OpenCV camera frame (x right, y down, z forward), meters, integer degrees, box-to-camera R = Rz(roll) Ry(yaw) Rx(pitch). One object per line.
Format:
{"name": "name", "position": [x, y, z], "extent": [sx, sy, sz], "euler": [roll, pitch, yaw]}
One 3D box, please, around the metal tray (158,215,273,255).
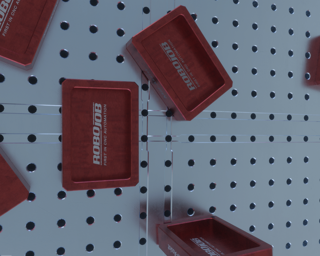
{"name": "metal tray", "position": [0.061, 0.145, 0.379], "extent": [0.091, 0.130, 0.030], "euler": [-4, 92, -20]}

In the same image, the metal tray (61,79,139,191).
{"name": "metal tray", "position": [-0.074, 0.008, 0.382], "extent": [0.091, 0.030, 0.129], "euler": [0, 90, -20]}

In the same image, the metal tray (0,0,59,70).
{"name": "metal tray", "position": [-0.168, -0.142, 0.347], "extent": [0.090, 0.030, 0.130], "euler": [21, 83, -19]}

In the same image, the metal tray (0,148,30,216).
{"name": "metal tray", "position": [-0.221, 0.073, 0.329], "extent": [0.131, 0.030, 0.090], "euler": [-34, 101, -17]}

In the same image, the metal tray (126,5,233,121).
{"name": "metal tray", "position": [0.029, -0.085, 0.419], "extent": [0.090, 0.030, 0.130], "euler": [-39, 103, -16]}

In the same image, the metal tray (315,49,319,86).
{"name": "metal tray", "position": [0.333, -0.106, 0.532], "extent": [0.131, 0.030, 0.090], "euler": [11, 86, -20]}
